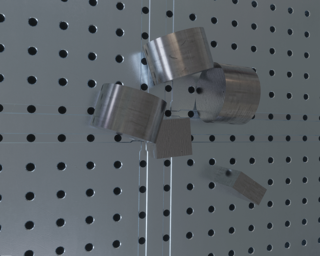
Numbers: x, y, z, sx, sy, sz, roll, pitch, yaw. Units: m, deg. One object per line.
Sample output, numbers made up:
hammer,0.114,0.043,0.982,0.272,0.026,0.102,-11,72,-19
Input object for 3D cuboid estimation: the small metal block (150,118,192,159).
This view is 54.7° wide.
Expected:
small metal block,0.014,0.013,0.418,0.050,0.025,0.050,-5,92,-20

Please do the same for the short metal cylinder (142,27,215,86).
short metal cylinder,0.024,-0.089,0.392,0.081,0.080,0.050,-19,97,-19

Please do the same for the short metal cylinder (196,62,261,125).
short metal cylinder,0.089,-0.045,0.416,0.050,0.080,0.080,3,89,-20

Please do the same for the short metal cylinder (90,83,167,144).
short metal cylinder,-0.037,-0.016,0.370,0.081,0.080,0.050,18,84,-19

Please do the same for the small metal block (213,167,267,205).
small metal block,0.113,0.082,0.442,0.050,0.050,0.025,35,79,-17
